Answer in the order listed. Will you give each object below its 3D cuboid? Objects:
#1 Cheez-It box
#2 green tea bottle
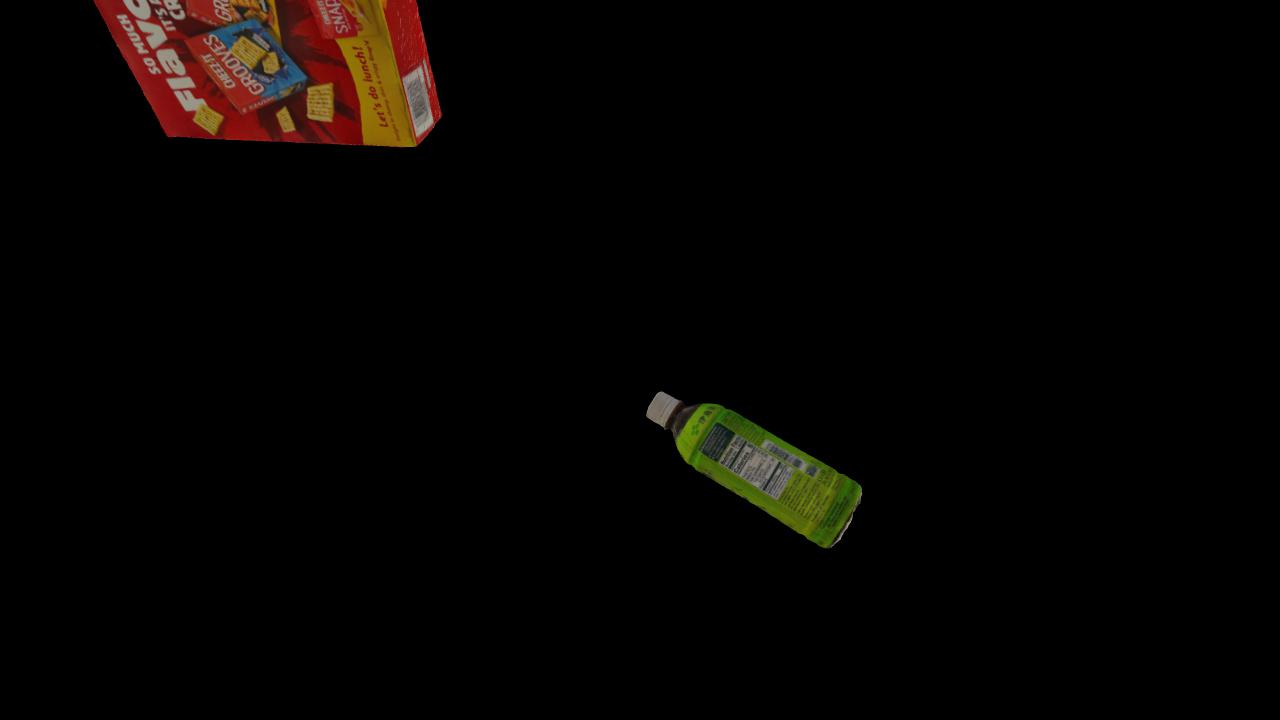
[{"bbox_3d":[-0.283,-0.257,0.469,0.223,0.166,0.071,3,42,5],"label":"Cheez-It box"},{"bbox_3d":[0.102,0.094,0.591,0.212,0.073,0.073,32,9,14],"label":"green tea bottle"}]
